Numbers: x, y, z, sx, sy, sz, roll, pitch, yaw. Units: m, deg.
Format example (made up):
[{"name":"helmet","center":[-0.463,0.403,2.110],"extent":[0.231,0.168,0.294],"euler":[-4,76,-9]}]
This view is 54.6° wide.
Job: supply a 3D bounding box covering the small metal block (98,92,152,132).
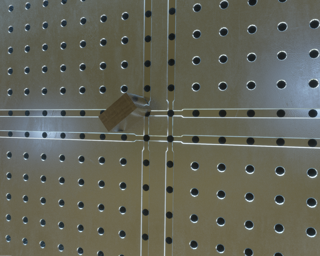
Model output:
[{"name":"small metal block","center":[-0.046,-0.020,0.416],"extent":[0.050,0.050,0.025],"euler":[-39,78,16]}]
